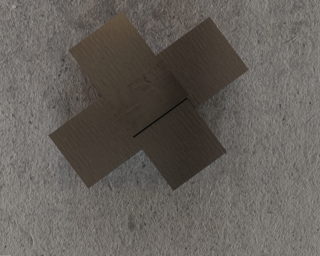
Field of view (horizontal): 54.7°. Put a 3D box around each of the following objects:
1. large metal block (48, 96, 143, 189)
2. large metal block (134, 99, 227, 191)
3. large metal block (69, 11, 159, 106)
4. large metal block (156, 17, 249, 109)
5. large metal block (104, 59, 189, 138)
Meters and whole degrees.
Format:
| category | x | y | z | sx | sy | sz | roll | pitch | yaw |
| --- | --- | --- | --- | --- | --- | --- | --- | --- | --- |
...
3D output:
| category | x | y | z | sx | sy | sz | roll | pitch | yaw |
| --- | --- | --- | --- | --- | --- | --- | --- | --- | --- |
| large metal block | -0.078 | 0.017 | 0.397 | 0.080 | 0.050 | 0.080 | -36 | 90 | 0 |
| large metal block | 0.025 | 0.020 | 0.398 | 0.080 | 0.050 | 0.080 | -36 | 90 | 0 |
| large metal block | -0.054 | -0.085 | 0.397 | 0.080 | 0.050 | 0.080 | -36 | 90 | 0 |
| large metal block | 0.051 | -0.079 | 0.398 | 0.080 | 0.050 | 0.080 | -36 | 90 | 0 |
| large metal block | -0.015 | -0.033 | 0.383 | 0.080 | 0.080 | 0.050 | -36 | 90 | 0 |
